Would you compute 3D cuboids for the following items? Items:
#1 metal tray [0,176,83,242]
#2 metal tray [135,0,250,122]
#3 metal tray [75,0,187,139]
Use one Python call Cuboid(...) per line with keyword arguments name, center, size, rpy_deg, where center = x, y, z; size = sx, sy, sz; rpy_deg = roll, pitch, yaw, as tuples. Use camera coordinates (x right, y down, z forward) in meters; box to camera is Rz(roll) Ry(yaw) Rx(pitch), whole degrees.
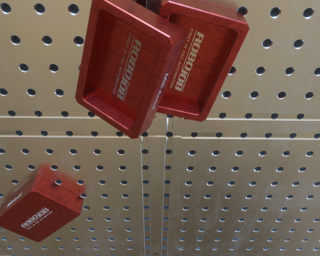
Cuboid(name="metal tray", center=(-0.206, 0.142, 0.527), size=(0.130, 0.030, 0.090), rpy_deg=(-37, 121, 27))
Cuboid(name="metal tray", center=(0.029, -0.072, 0.346), size=(0.091, 0.030, 0.129), rpy_deg=(12, 129, -10))
Cuboid(name="metal tray", center=(-0.037, -0.061, 0.327), size=(0.090, 0.030, 0.129), rpy_deg=(33, 130, 11))
